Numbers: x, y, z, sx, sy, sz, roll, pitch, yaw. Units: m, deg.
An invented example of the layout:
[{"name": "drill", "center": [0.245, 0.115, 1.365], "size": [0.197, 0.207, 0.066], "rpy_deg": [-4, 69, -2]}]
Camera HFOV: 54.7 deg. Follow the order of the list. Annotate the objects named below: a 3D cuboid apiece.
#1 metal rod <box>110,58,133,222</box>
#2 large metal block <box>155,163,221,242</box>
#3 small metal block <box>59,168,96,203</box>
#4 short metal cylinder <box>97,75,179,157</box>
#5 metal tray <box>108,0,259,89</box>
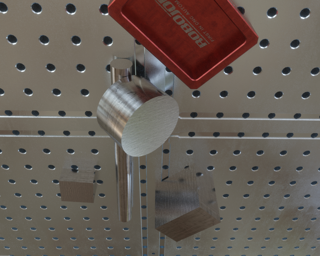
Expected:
[{"name": "metal rod", "center": [-0.052, 0.041, 0.445], "size": [0.025, 0.025, 0.298], "rpy_deg": [2, 130, -3]}, {"name": "large metal block", "center": [0.039, 0.114, 0.473], "size": [0.080, 0.080, 0.050], "rpy_deg": [-34, 123, 25]}, {"name": "small metal block", "center": [-0.129, 0.091, 0.488], "size": [0.050, 0.025, 0.050], "rpy_deg": [5, 130, -5]}, {"name": "short metal cylinder", "center": [-0.025, -0.014, 0.358], "size": [0.081, 0.050, 0.079], "rpy_deg": [-29, 140, -27]}, {"name": "metal tray", "center": [0.025, -0.109, 0.315], "size": [0.090, 0.030, 0.130], "rpy_deg": [-37, 122, 27]}]
